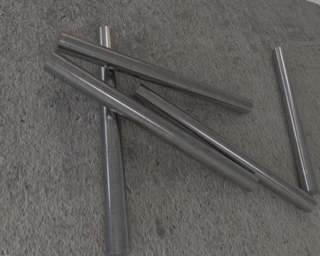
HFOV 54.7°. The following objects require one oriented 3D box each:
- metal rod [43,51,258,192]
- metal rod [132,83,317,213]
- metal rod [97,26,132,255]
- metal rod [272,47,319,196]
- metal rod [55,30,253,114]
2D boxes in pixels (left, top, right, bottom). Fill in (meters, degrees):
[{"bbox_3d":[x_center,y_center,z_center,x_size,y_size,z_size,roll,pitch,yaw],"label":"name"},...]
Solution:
[{"bbox_3d":[0.003,0.001,0.380,0.301,0.025,0.025,31,51,-17],"label":"metal rod"},{"bbox_3d":[0.094,0.031,0.434,0.301,0.025,0.025,33,51,-7],"label":"metal rod"},{"bbox_3d":[-0.059,-0.006,0.375,0.025,0.025,0.299,6,59,-25],"label":"metal rod"},{"bbox_3d":[0.233,-0.028,0.546,0.025,0.025,0.300,16,55,-20],"label":"metal rod"},{"bbox_3d":[0.011,-0.067,0.429,0.302,0.025,0.025,14,56,-28],"label":"metal rod"}]
